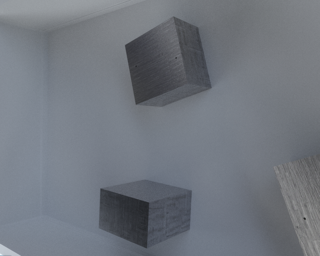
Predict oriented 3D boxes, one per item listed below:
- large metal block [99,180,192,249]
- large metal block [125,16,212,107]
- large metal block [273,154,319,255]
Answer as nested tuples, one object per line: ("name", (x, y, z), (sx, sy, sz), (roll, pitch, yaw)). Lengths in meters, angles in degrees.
("large metal block", (-0.018, 0.101, 0.386), (0.080, 0.081, 0.050), (5, 93, 40))
("large metal block", (0.009, -0.077, 0.383), (0.080, 0.050, 0.080), (-18, 79, 38))
("large metal block", (0.156, 0.058, 0.262), (0.080, 0.050, 0.080), (-25, 74, 37))
